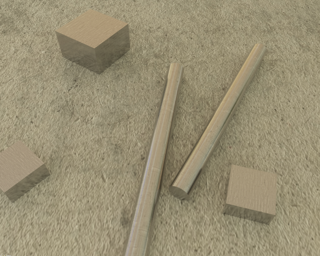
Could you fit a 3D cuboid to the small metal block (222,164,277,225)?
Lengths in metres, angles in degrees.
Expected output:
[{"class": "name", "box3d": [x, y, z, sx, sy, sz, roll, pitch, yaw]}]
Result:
[{"class": "small metal block", "box3d": [0.100, 0.073, 0.343, 0.050, 0.025, 0.050, 12, 51, 9]}]

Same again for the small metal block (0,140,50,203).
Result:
[{"class": "small metal block", "box3d": [-0.167, 0.049, 0.360, 0.050, 0.025, 0.050, 35, 58, 25]}]

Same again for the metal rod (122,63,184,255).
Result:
[{"class": "metal rod", "box3d": [-0.001, 0.022, 0.384, 0.025, 0.025, 0.300, 8, 50, 6]}]

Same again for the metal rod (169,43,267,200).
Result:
[{"class": "metal rod", "box3d": [0.093, -0.028, 0.428, 0.025, 0.025, 0.301, 23, 53, 18]}]

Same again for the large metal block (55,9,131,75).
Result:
[{"class": "large metal block", "box3d": [-0.106, -0.143, 0.505, 0.080, 0.050, 0.080, 27, 55, 21]}]
